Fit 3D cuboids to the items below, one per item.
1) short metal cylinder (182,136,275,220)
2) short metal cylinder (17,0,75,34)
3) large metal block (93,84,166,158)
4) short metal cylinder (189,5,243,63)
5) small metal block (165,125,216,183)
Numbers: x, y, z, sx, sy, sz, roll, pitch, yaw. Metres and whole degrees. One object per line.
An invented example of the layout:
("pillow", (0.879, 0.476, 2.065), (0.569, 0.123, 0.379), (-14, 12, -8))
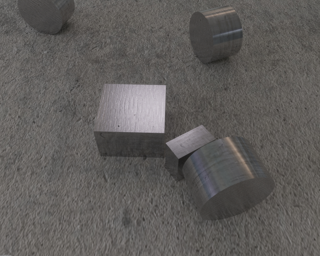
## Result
("short metal cylinder", (0.070, 0.054, 0.323), (0.081, 0.080, 0.050), (-13, 52, -11))
("short metal cylinder", (-0.199, -0.214, 0.546), (0.080, 0.080, 0.050), (12, 51, 9))
("large metal block", (-0.034, -0.010, 0.395), (0.080, 0.050, 0.080), (2, 50, 1))
("short metal cylinder", (0.087, -0.149, 0.494), (0.050, 0.080, 0.080), (-18, 52, -14))
("small metal block", (0.034, 0.030, 0.362), (0.050, 0.050, 0.025), (-26, 55, -20))
